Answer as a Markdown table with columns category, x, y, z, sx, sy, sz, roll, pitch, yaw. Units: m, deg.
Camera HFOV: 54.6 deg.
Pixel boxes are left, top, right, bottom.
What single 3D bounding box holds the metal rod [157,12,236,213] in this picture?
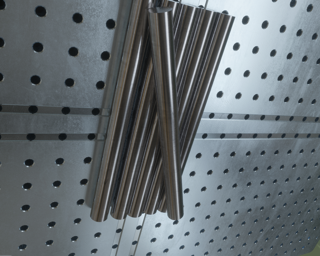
| category | x | y | z | sx | sy | sz | roll | pitch | yaw |
| --- | --- | --- | --- | --- | --- | --- | --- | --- | --- |
| metal rod | 0.041 | -0.005 | 0.430 | 0.025 | 0.025 | 0.298 | 1 | 118 | -29 |

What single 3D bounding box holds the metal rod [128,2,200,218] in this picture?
| category | x | y | z | sx | sy | sz | roll | pitch | yaw |
| --- | --- | --- | --- | --- | --- | --- | --- | --- | --- |
| metal rod | -0.004 | -0.005 | 0.404 | 0.025 | 0.025 | 0.298 | 1 | 118 | -29 |

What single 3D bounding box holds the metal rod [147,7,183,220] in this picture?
| category | x | y | z | sx | sy | sz | roll | pitch | yaw |
| --- | --- | --- | --- | --- | --- | --- | --- | --- | --- |
| metal rod | 0.012 | 0.007 | 0.388 | 0.025 | 0.025 | 0.298 | -18 | 126 | -18 |

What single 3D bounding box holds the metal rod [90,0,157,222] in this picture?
| category | x | y | z | sx | sy | sz | roll | pitch | yaw |
| --- | --- | --- | --- | --- | --- | --- | --- | --- | --- |
| metal rod | -0.051 | -0.007 | 0.378 | 0.025 | 0.025 | 0.298 | 1 | 118 | -29 |

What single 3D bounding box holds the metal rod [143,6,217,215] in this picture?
| category | x | y | z | sx | sy | sz | roll | pitch | yaw |
| --- | --- | --- | --- | --- | --- | --- | --- | --- | --- |
| metal rod | 0.018 | -0.006 | 0.418 | 0.025 | 0.025 | 0.298 | 1 | 118 | -29 |

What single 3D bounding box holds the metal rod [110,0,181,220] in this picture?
| category | x | y | z | sx | sy | sz | roll | pitch | yaw |
| --- | --- | --- | --- | --- | --- | --- | --- | --- | --- |
| metal rod | -0.025 | -0.005 | 0.392 | 0.025 | 0.025 | 0.298 | 1 | 118 | -29 |
